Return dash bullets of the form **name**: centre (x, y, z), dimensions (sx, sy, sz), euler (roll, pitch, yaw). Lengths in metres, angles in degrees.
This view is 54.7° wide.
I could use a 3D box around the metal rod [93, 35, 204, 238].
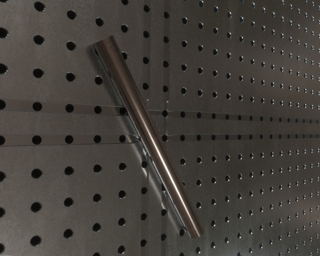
- **metal rod**: centre (-0.006, 0.026, 0.406), dimensions (0.025, 0.025, 0.299), euler (-39, 114, -33)
